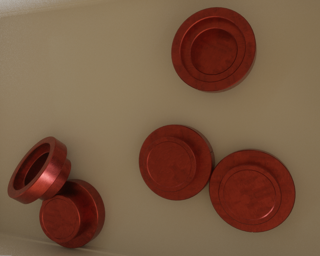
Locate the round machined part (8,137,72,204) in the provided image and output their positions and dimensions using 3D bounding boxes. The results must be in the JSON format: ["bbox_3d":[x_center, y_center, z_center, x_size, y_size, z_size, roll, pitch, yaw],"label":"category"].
[{"bbox_3d":[-0.166,0.064,0.442,0.098,0.042,0.098,-29,38,25],"label":"round machined part"}]

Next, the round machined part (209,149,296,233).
[{"bbox_3d":[0.106,0.074,0.364,0.098,0.042,0.097,0,90,20],"label":"round machined part"}]

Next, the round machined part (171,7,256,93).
[{"bbox_3d":[0.067,-0.091,0.378,0.098,0.042,0.097,0,90,20],"label":"round machined part"}]

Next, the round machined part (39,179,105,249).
[{"bbox_3d":[-0.133,0.126,0.449,0.098,0.042,0.097,0,90,20],"label":"round machined part"}]

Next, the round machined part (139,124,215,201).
[{"bbox_3d":[0.018,0.044,0.395,0.098,0.042,0.097,0,90,20],"label":"round machined part"}]
